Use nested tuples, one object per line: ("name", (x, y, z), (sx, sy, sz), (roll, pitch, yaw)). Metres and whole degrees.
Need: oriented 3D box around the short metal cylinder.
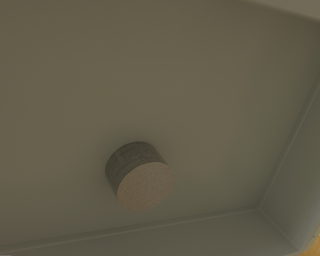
("short metal cylinder", (-0.028, 0.065, 0.419), (0.081, 0.050, 0.079), (-14, 125, -21))
